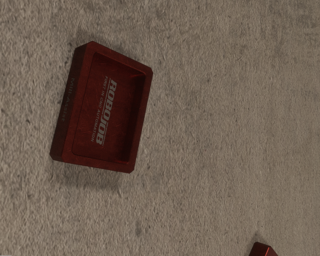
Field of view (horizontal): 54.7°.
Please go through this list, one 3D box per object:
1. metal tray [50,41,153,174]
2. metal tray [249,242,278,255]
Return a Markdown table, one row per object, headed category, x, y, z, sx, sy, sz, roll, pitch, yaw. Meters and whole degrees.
| category | x | y | z | sx | sy | sz | roll | pitch | yaw |
| --- | --- | --- | --- | --- | --- | --- | --- | --- | --- |
| metal tray | -0.062 | -0.020 | 0.350 | 0.091 | 0.030 | 0.129 | 18 | 79 | -39 |
| metal tray | 0.199 | 0.285 | 0.573 | 0.130 | 0.030 | 0.090 | 51 | 60 | -28 |
